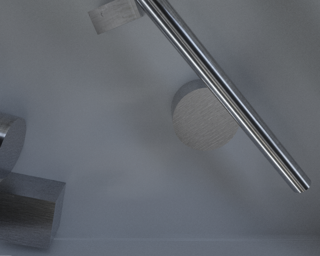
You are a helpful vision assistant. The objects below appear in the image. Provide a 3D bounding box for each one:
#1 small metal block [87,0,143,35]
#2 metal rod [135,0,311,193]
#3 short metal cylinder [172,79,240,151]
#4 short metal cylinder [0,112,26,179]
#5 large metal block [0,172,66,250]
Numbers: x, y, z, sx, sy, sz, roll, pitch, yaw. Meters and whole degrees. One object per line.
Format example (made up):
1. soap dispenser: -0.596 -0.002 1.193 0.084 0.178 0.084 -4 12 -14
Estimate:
1. small metal block: -0.048 -0.128 0.350 0.050 0.050 0.025 -20 109 7
2. metal rod: 0.078 -0.035 0.346 0.025 0.025 0.300 -39 106 13
3. short metal cylinder: 0.055 -0.018 0.392 0.081 0.050 0.079 0 110 -1
4. short metal cylinder: -0.209 0.018 0.386 0.050 0.080 0.079 16 109 -6
5. large metal block: -0.185 0.116 0.438 0.081 0.050 0.079 12 110 -5
